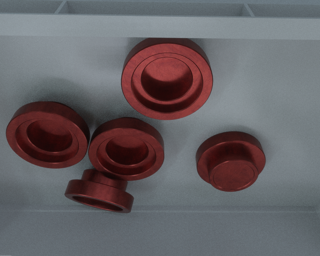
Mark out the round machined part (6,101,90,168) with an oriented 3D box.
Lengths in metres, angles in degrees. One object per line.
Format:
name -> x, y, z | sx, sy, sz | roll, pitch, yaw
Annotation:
round machined part -> -0.140, 0.005, 0.400 | 0.099, 0.042, 0.097 | 0, 130, 0

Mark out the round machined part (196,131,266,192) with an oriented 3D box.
round machined part -> 0.102, 0.055, 0.445 | 0.099, 0.042, 0.097 | 0, 130, 0

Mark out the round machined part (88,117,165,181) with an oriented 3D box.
round machined part -> -0.043, 0.024, 0.418 | 0.099, 0.042, 0.097 | 0, 130, 0

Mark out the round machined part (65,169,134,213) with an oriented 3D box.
round machined part -> -0.086, 0.092, 0.458 | 0.098, 0.042, 0.098 | 11, 156, 5

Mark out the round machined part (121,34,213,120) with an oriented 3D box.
round machined part -> 0.008, -0.059, 0.347 | 0.099, 0.042, 0.097 | 0, 130, 0
